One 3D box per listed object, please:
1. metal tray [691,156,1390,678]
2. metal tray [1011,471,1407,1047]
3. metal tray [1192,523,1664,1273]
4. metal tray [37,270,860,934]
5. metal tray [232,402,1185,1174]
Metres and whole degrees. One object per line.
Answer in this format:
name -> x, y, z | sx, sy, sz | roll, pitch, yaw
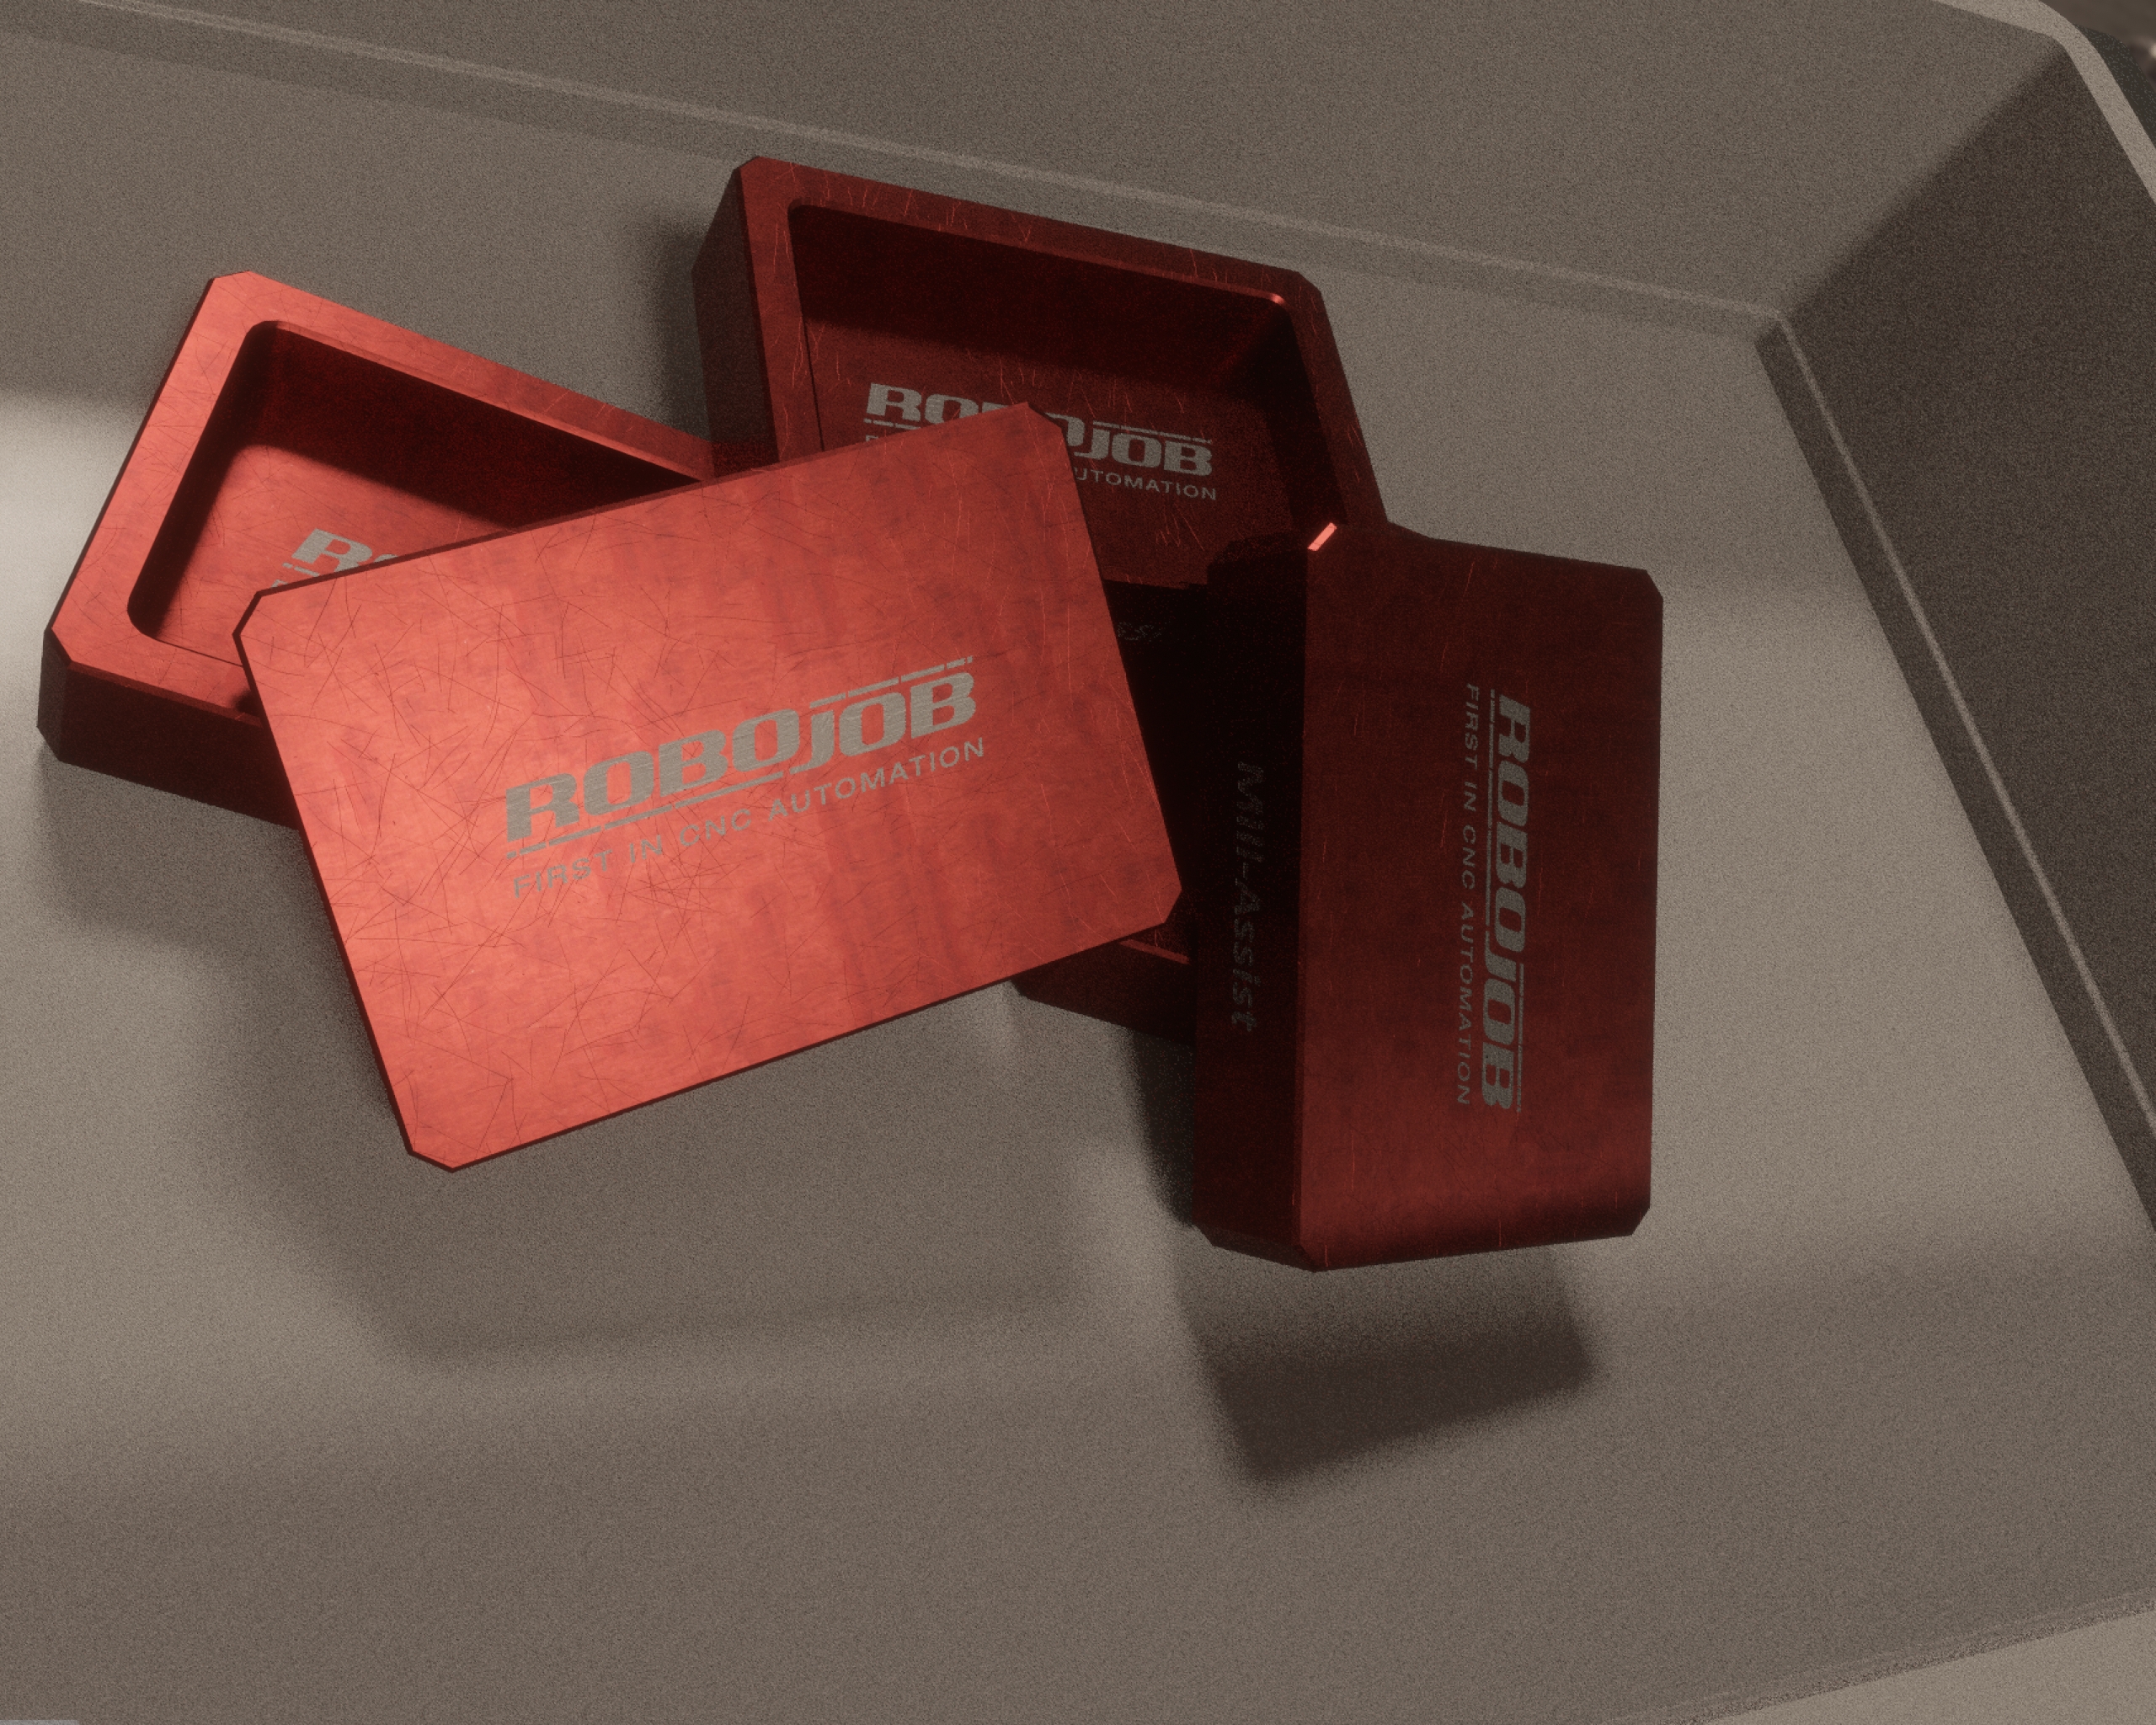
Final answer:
metal tray -> -0.005, -0.084, 0.412 | 0.131, 0.030, 0.090 | 3, 60, -27
metal tray -> 0.038, -0.023, 0.436 | 0.091, 0.030, 0.130 | 18, 55, -18
metal tray -> 0.068, 0.007, 0.393 | 0.091, 0.030, 0.129 | 2, 89, -34
metal tray -> -0.101, -0.043, 0.371 | 0.131, 0.030, 0.090 | 18, 55, -18
metal tray -> -0.056, -0.015, 0.337 | 0.131, 0.030, 0.089 | -18, 101, -19
